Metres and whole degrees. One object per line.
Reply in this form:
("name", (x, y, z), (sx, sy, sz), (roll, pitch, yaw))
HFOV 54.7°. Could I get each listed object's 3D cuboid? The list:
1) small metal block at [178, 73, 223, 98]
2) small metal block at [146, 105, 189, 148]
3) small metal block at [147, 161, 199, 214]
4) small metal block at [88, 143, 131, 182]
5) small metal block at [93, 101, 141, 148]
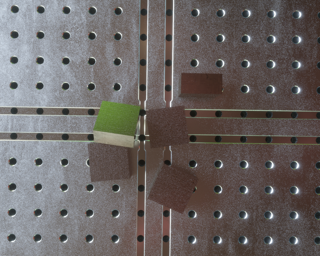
("small metal block", (0.051, -0.054, 0.402), (0.050, 0.050, 0.025), (1, 90, -1))
("small metal block", (0.010, -0.002, 0.414), (0.050, 0.025, 0.050), (-8, 90, -1))
("small metal block", (0.017, 0.079, 0.414), (0.050, 0.025, 0.050), (25, 90, -1))
("small metal block", (-0.066, 0.043, 0.413), (0.050, 0.025, 0.050), (-5, 90, -1))
("small metal block", (-0.054, -0.005, 0.400), (0.050, 0.025, 0.050), (9, 52, -1))
